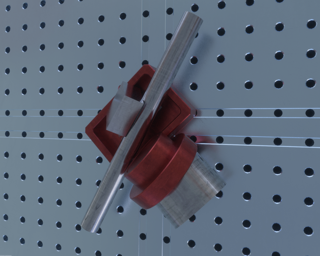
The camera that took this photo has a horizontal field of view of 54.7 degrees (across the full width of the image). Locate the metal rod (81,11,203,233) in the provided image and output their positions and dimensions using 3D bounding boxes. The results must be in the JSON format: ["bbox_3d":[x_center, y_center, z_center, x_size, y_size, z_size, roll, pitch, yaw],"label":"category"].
[{"bbox_3d":[-0.027,0.000,0.389,0.025,0.025,0.298,30,99,17],"label":"metal rod"}]

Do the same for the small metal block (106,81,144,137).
[{"bbox_3d":[-0.046,-0.025,0.391,0.025,0.050,0.050,23,112,-20],"label":"small metal block"}]

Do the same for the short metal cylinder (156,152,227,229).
[{"bbox_3d":[0.032,0.074,0.370,0.080,0.080,0.050,-45,76,14],"label":"short metal cylinder"}]

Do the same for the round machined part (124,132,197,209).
[{"bbox_3d":[-0.005,0.043,0.364,0.042,0.098,0.098,41,103,-7],"label":"round machined part"}]

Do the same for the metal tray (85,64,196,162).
[{"bbox_3d":[-0.028,-0.009,0.418,0.130,0.030,0.090,-45,77,14],"label":"metal tray"}]
